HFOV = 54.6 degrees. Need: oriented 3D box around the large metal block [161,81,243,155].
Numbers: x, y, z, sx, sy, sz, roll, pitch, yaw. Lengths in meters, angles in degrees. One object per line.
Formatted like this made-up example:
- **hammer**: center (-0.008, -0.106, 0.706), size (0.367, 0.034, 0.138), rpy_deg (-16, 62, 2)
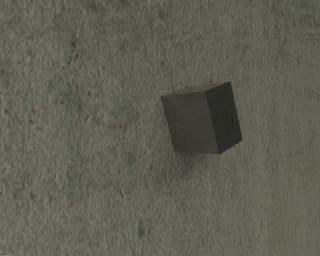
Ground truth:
- **large metal block**: center (0.055, -0.014, 0.414), size (0.050, 0.080, 0.080), rpy_deg (-24, 105, -37)
